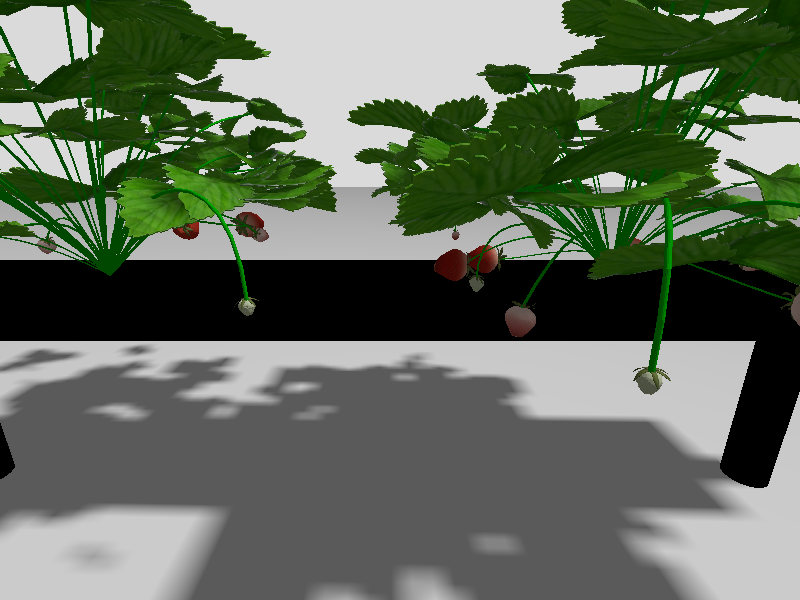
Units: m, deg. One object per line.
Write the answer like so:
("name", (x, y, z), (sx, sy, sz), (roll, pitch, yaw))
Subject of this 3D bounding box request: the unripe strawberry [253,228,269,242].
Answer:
("unripe strawberry", (-0.183, -0.085, 0.529), (0.020, 0.018, 0.018), (7, -7, 22))

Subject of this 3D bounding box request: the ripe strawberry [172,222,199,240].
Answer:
("ripe strawberry", (-0.301, -0.104, 0.566), (0.035, 0.037, 0.037), (-3, 14, -10))

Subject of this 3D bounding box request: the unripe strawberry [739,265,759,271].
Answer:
("unripe strawberry", (0.328, -0.038, 0.369), (0.024, 0.025, 0.022), (-1, 17, -5))

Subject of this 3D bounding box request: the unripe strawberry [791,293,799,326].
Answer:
("unripe strawberry", (0.244, 0.005, 0.226), (0.027, 0.029, 0.030), (-7, 19, -21))

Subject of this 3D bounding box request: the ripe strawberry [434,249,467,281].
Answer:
("ripe strawberry", (0.043, -0.030, 0.340), (0.029, 0.028, 0.026), (-4, 18, -6))

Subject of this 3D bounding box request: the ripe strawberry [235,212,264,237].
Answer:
("ripe strawberry", (-0.214, -0.109, 0.574), (0.039, 0.035, 0.036), (3, 17, 11))

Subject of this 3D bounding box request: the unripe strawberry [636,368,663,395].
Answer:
("unripe strawberry", (0.092, 0.030, 0.148), (0.009, 0.010, 0.010), (8, 19, 23))

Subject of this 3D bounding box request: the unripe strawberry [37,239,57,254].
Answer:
("unripe strawberry", (-0.404, -0.061, 0.458), (0.017, 0.017, 0.018), (-22, -22, -50))

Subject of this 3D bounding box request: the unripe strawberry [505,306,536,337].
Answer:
("unripe strawberry", (0.067, 0.012, 0.224), (0.017, 0.017, 0.015), (15, 1, 39))

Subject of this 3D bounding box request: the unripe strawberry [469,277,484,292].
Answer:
("unripe strawberry", (0.056, -0.012, 0.295), (0.010, 0.011, 0.011), (-8, 19, -25))

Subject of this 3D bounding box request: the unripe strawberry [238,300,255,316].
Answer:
("unripe strawberry", (-0.086, 0.004, 0.224), (0.010, 0.010, 0.009), (13, 22, 36))

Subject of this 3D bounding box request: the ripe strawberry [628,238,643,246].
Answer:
("ripe strawberry", (0.233, -0.050, 0.404), (0.029, 0.025, 0.029), (14, 22, 38))

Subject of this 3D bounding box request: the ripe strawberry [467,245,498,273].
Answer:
("ripe strawberry", (0.075, -0.037, 0.364), (0.028, 0.024, 0.028), (1, 17, 4))
